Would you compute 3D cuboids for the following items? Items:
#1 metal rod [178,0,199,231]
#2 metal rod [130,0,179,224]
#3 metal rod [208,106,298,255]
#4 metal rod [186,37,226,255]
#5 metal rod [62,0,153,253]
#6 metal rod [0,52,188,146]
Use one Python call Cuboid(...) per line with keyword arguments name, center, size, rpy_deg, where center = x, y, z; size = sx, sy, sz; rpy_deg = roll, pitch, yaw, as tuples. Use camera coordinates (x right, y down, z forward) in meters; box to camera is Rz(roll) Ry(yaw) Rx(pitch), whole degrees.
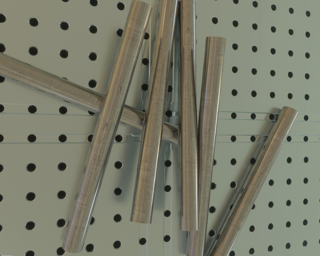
Cuboid(name="metal rod", center=(0.036, -0.024, 0.402), size=(0.025, 0.025, 0.299), rpy_deg=(4, 80, -20))
Cuboid(name="metal rod", center=(-0.004, -0.037, 0.387), size=(0.025, 0.025, 0.299), rpy_deg=(11, 78, -20))
Cuboid(name="metal rod", center=(0.131, 0.100, 0.460), size=(0.025, 0.025, 0.300), rpy_deg=(33, 79, -17))
Cuboid(name="metal rod", center=(0.059, 0.035, 0.408), size=(0.025, 0.025, 0.298), rpy_deg=(1, 99, -20))
Cuboid(name="metal rod", center=(-0.063, 0.001, 0.365), size=(0.025, 0.025, 0.299), rpy_deg=(15, 94, -19))
Cuboid(name="metal rod", center=(-0.069, -0.027, 0.386), size=(0.302, 0.025, 0.025), rpy_deg=(22, 83, -19))
